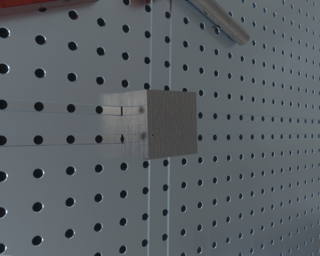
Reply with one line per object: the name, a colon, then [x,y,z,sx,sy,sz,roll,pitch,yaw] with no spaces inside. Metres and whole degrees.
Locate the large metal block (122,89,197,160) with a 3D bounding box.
large metal block: [0.001,-0.005,0.394,0.081,0.050,0.079,-3,92,-40]

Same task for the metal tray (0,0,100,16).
metal tray: [-0.118,-0.169,0.307,0.131,0.030,0.089,-28,108,-36]

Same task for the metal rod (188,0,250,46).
metal rod: [0.034,-0.203,0.437,0.301,0.025,0.025,25,74,-37]
